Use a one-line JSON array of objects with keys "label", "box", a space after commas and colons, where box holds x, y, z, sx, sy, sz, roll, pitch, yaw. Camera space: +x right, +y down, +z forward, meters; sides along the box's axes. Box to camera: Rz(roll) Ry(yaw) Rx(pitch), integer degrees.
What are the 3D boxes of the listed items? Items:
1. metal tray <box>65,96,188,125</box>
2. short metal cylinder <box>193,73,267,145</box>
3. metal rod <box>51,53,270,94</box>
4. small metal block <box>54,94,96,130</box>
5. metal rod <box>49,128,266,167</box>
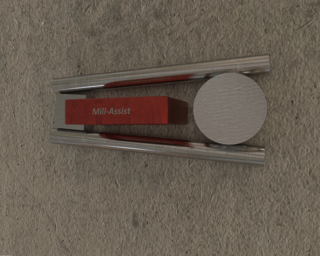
[{"label": "metal tray", "box": [-0.039, -0.019, 0.388, 0.130, 0.090, 0.030, 0, 90, 20]}, {"label": "short metal cylinder", "box": [0.085, -0.021, 0.366, 0.080, 0.050, 0.079, 0, 90, 20]}, {"label": "metal rod", "box": [-0.013, -0.069, 0.415, 0.301, 0.025, 0.025, -3, 89, 19]}, {"label": "small metal block", "box": [-0.125, -0.023, 0.455, 0.050, 0.025, 0.050, 5, 92, 19]}, {"label": "metal rod", "box": [-0.017, 0.022, 0.416, 0.301, 0.025, 0.025, 5, 92, 19]}]
